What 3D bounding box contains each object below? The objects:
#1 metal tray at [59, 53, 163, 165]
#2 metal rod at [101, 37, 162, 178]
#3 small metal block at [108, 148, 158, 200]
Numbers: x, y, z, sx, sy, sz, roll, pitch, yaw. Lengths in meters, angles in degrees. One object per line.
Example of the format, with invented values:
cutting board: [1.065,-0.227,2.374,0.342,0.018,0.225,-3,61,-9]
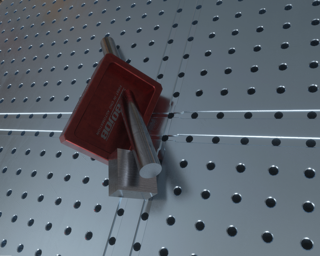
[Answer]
metal tray: [-0.061,-0.021,0.408,0.030,0.090,0.130,-19,46,60]
metal rod: [-0.051,-0.052,0.442,0.025,0.025,0.300,-31,45,8]
small metal block: [-0.033,0.055,0.369,0.025,0.050,0.050,-41,45,46]
